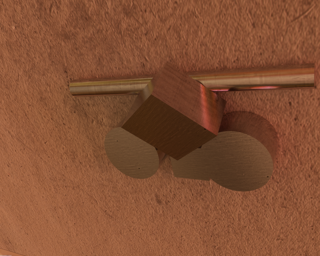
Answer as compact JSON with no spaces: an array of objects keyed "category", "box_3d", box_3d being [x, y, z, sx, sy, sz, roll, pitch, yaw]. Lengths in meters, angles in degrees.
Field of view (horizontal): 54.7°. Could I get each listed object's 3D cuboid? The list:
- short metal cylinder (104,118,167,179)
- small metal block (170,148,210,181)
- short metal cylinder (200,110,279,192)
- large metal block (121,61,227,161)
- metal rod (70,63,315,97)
[{"category":"short metal cylinder","box_3d":[-0.027,0.022,0.419,0.080,0.050,0.079,13,124,21]},{"category":"small metal block","box_3d":[0.042,0.040,0.412,0.050,0.025,0.050,2,120,27]},{"category":"short metal cylinder","box_3d":[0.093,0.026,0.359,0.080,0.050,0.079,13,124,21]},{"category":"large metal block","box_3d":[0.014,-0.015,0.352,0.080,0.050,0.080,31,144,-13]},{"category":"metal rod","box_3d":[0.015,-0.053,0.367,0.300,0.025,0.025,1,119,27]}]
